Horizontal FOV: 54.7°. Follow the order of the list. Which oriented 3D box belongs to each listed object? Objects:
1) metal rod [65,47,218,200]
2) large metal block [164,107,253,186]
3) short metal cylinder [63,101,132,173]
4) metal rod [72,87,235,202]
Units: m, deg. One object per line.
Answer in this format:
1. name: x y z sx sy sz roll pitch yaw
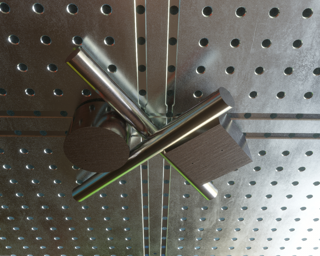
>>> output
1. metal rod: -0.006 0.012 0.416 0.025 0.025 0.300 -29 125 22
2. large metal block: 0.062 0.022 0.408 0.080 0.050 0.080 -31 124 23
3. short metal cylinder: -0.078 0.013 0.400 0.081 0.050 0.079 0 130 0
4. metal rod: -0.030 0.037 0.410 0.025 0.025 0.299 35 130 -26
